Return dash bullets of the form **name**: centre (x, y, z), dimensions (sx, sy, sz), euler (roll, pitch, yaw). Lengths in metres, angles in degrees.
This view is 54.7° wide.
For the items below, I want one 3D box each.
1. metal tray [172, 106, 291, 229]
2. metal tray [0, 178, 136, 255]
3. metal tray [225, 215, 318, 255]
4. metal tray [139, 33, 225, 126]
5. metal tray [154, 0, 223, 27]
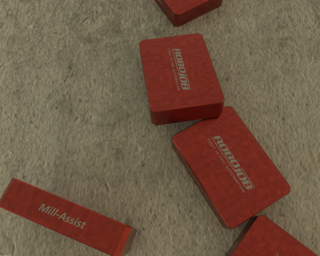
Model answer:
- **metal tray**: centre (0.085, 0.047, 0.389), dimensions (0.090, 0.030, 0.130), euler (-29, 73, -11)
- **metal tray**: centre (-0.093, 0.098, 0.336), dimensions (0.131, 0.090, 0.030), euler (20, 72, 7)
- **metal tray**: centre (0.110, 0.175, 0.343), dimensions (0.090, 0.030, 0.130), euler (37, 74, 12)
- **metal tray**: centre (0.025, -0.069, 0.414), dimensions (0.091, 0.030, 0.130), euler (-8, 56, -3)
- **metal tray**: centre (0.029, -0.232, 0.491), dimensions (0.090, 0.030, 0.130), euler (-30, 73, -11)
